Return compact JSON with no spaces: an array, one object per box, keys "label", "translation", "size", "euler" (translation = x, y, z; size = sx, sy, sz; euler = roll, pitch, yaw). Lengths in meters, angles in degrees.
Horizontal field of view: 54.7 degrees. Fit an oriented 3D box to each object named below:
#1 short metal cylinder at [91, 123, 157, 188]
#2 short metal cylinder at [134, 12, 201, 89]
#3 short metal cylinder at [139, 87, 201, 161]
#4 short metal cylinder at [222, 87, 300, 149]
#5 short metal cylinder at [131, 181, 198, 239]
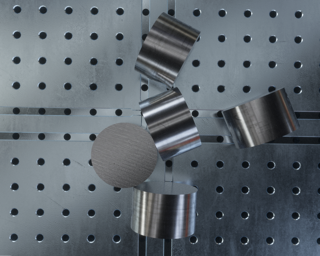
[{"label":"short metal cylinder","translation":[-0.043,0.033,0.400],"size":[0.081,0.050,0.079],"euler":[0,90,0]},{"label":"short metal cylinder","translation":[0.010,-0.095,0.386],"size":[0.050,0.080,0.080],"euler":[28,90,0]},{"label":"short metal cylinder","translation":[0.012,-0.005,0.386],"size":[0.050,0.080,0.080],"euler":[-23,90,0]},{"label":"short metal cylinder","translation":[0.124,-0.012,0.387],"size":[0.080,0.080,0.050],"euler":[-22,90,0]},{"label":"short metal cylinder","translation":[0.005,0.099,0.386],"size":[0.081,0.080,0.050],"euler":[3,90,0]}]
